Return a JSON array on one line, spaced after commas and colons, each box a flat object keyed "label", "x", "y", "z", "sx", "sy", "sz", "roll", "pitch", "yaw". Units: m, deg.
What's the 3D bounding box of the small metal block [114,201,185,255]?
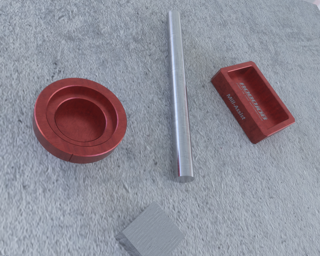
[{"label": "small metal block", "x": -0.010, "y": 0.115, "z": 0.329, "sx": 0.050, "sy": 0.025, "sz": 0.050, "roll": 49, "pitch": 51, "yaw": 6}]

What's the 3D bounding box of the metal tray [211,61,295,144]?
[{"label": "metal tray", "x": 0.154, "y": -0.046, "z": 0.514, "sx": 0.091, "sy": 0.030, "sz": 0.130, "roll": -20, "pitch": 72, "yaw": -36}]

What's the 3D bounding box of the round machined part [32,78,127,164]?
[{"label": "round machined part", "x": -0.091, "y": -0.005, "z": 0.348, "sx": 0.099, "sy": 0.042, "sz": 0.098, "roll": 14, "pitch": 56, "yaw": -21}]

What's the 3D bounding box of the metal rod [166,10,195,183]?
[{"label": "metal rod", "x": 0.027, "y": -0.065, "z": 0.459, "sx": 0.025, "sy": 0.025, "sz": 0.299, "roll": 12, "pitch": 56, "yaw": -22}]
